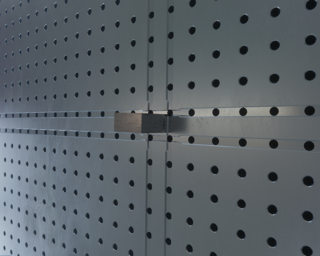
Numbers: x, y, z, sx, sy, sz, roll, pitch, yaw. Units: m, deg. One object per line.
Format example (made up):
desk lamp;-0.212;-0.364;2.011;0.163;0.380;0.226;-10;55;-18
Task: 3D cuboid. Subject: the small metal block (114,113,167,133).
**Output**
small metal block;-0.026;-0.007;0.416;0.050;0.050;0.025;3;92;40
